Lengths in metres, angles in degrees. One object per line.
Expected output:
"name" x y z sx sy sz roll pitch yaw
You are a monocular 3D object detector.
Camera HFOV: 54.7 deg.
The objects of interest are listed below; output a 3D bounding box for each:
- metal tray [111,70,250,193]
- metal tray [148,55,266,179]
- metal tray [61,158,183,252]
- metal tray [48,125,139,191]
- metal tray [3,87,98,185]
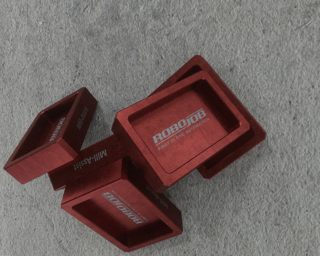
"metal tray" 0.025 -0.001 0.341 0.131 0.030 0.090 -30 77 -28
"metal tray" 0.056 -0.014 0.387 0.090 0.030 0.130 -40 78 15
"metal tray" -0.041 0.100 0.377 0.090 0.130 0.030 -26 37 18
"metal tray" -0.065 0.037 0.397 0.130 0.090 0.030 -26 82 18
"metal tray" -0.137 0.005 0.407 0.090 0.130 0.030 -25 120 18
